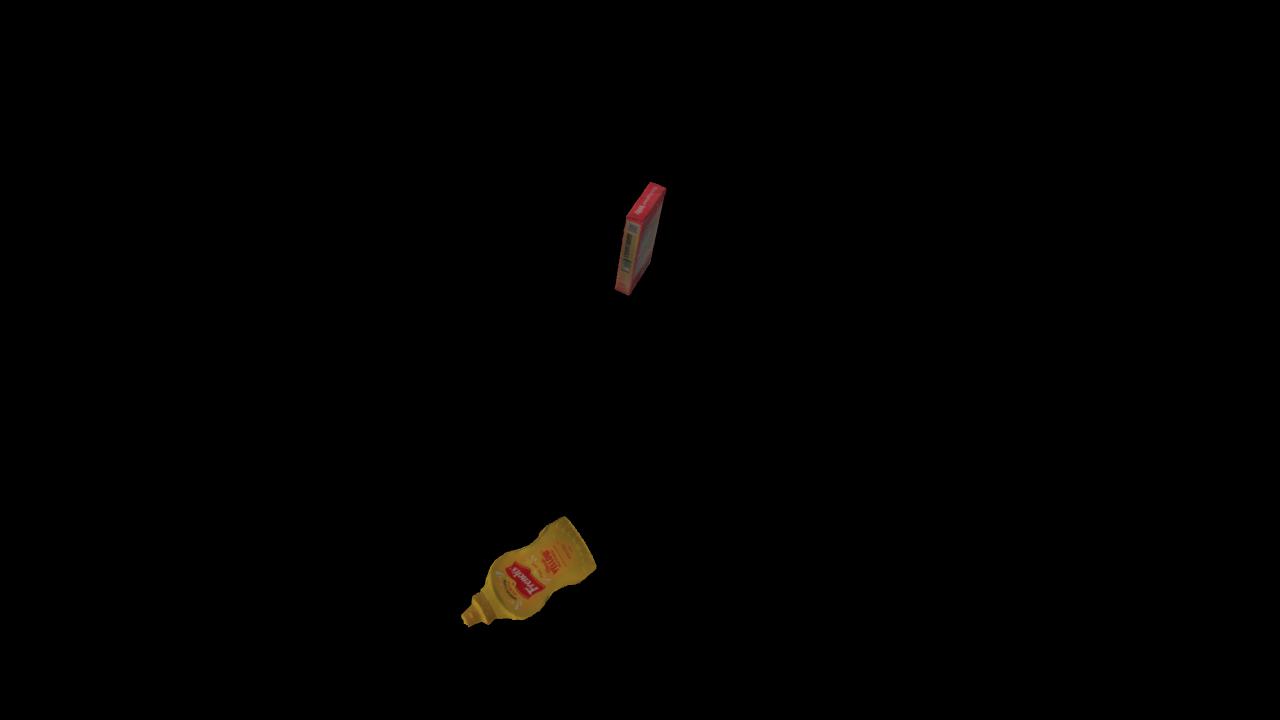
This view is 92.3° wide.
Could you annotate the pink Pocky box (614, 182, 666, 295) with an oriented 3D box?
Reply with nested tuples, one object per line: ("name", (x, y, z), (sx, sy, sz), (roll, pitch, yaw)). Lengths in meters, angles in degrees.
("pink Pocky box", (-0.001, -0.175, 0.901), (0.029, 0.084, 0.155), (24, -34, 7))

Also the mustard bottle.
("mustard bottle", (-0.156, 0.298, 0.834), (0.184, 0.092, 0.054), (-28, -8, -28))
